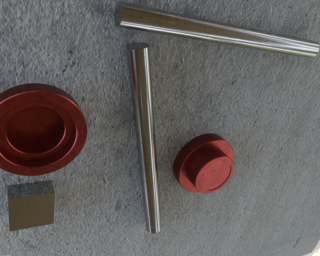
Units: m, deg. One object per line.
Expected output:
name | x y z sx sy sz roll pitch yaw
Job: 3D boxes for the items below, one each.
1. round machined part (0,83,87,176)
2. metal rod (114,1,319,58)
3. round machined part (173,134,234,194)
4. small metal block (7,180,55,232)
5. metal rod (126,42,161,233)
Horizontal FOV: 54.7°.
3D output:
round machined part | -0.130 -0.001 0.324 0.099 0.042 0.097 -14 124 -21
metal rod | 0.091 -0.115 0.385 0.303 0.025 0.025 0 119 -29
round machined part | 0.073 0.061 0.474 0.099 0.042 0.097 -14 124 -21
small metal block | -0.158 0.095 0.379 0.050 0.025 0.050 -3 120 -27
metal rod | -0.017 0.035 0.419 0.025 0.025 0.298 -16 125 -19
